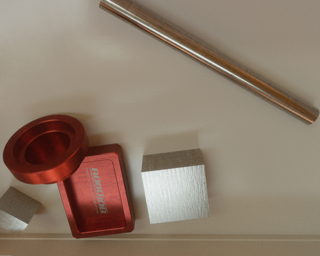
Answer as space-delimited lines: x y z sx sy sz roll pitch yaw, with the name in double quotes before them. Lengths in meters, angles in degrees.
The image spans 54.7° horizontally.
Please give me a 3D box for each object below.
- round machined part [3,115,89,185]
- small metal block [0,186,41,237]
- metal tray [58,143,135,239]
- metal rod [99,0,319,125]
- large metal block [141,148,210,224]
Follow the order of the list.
"round machined part" -0.137 0.031 0.387 0.099 0.098 0.042 -8 133 2
"small metal block" -0.205 0.117 0.438 0.050 0.050 0.025 34 106 -12
"metal tray" -0.091 0.092 0.441 0.091 0.030 0.129 -8 110 2
"metal rod" 0.068 -0.082 0.381 0.301 0.025 0.025 27 108 -10
"large metal block" 0.021 0.079 0.428 0.080 0.050 0.079 -7 110 2
